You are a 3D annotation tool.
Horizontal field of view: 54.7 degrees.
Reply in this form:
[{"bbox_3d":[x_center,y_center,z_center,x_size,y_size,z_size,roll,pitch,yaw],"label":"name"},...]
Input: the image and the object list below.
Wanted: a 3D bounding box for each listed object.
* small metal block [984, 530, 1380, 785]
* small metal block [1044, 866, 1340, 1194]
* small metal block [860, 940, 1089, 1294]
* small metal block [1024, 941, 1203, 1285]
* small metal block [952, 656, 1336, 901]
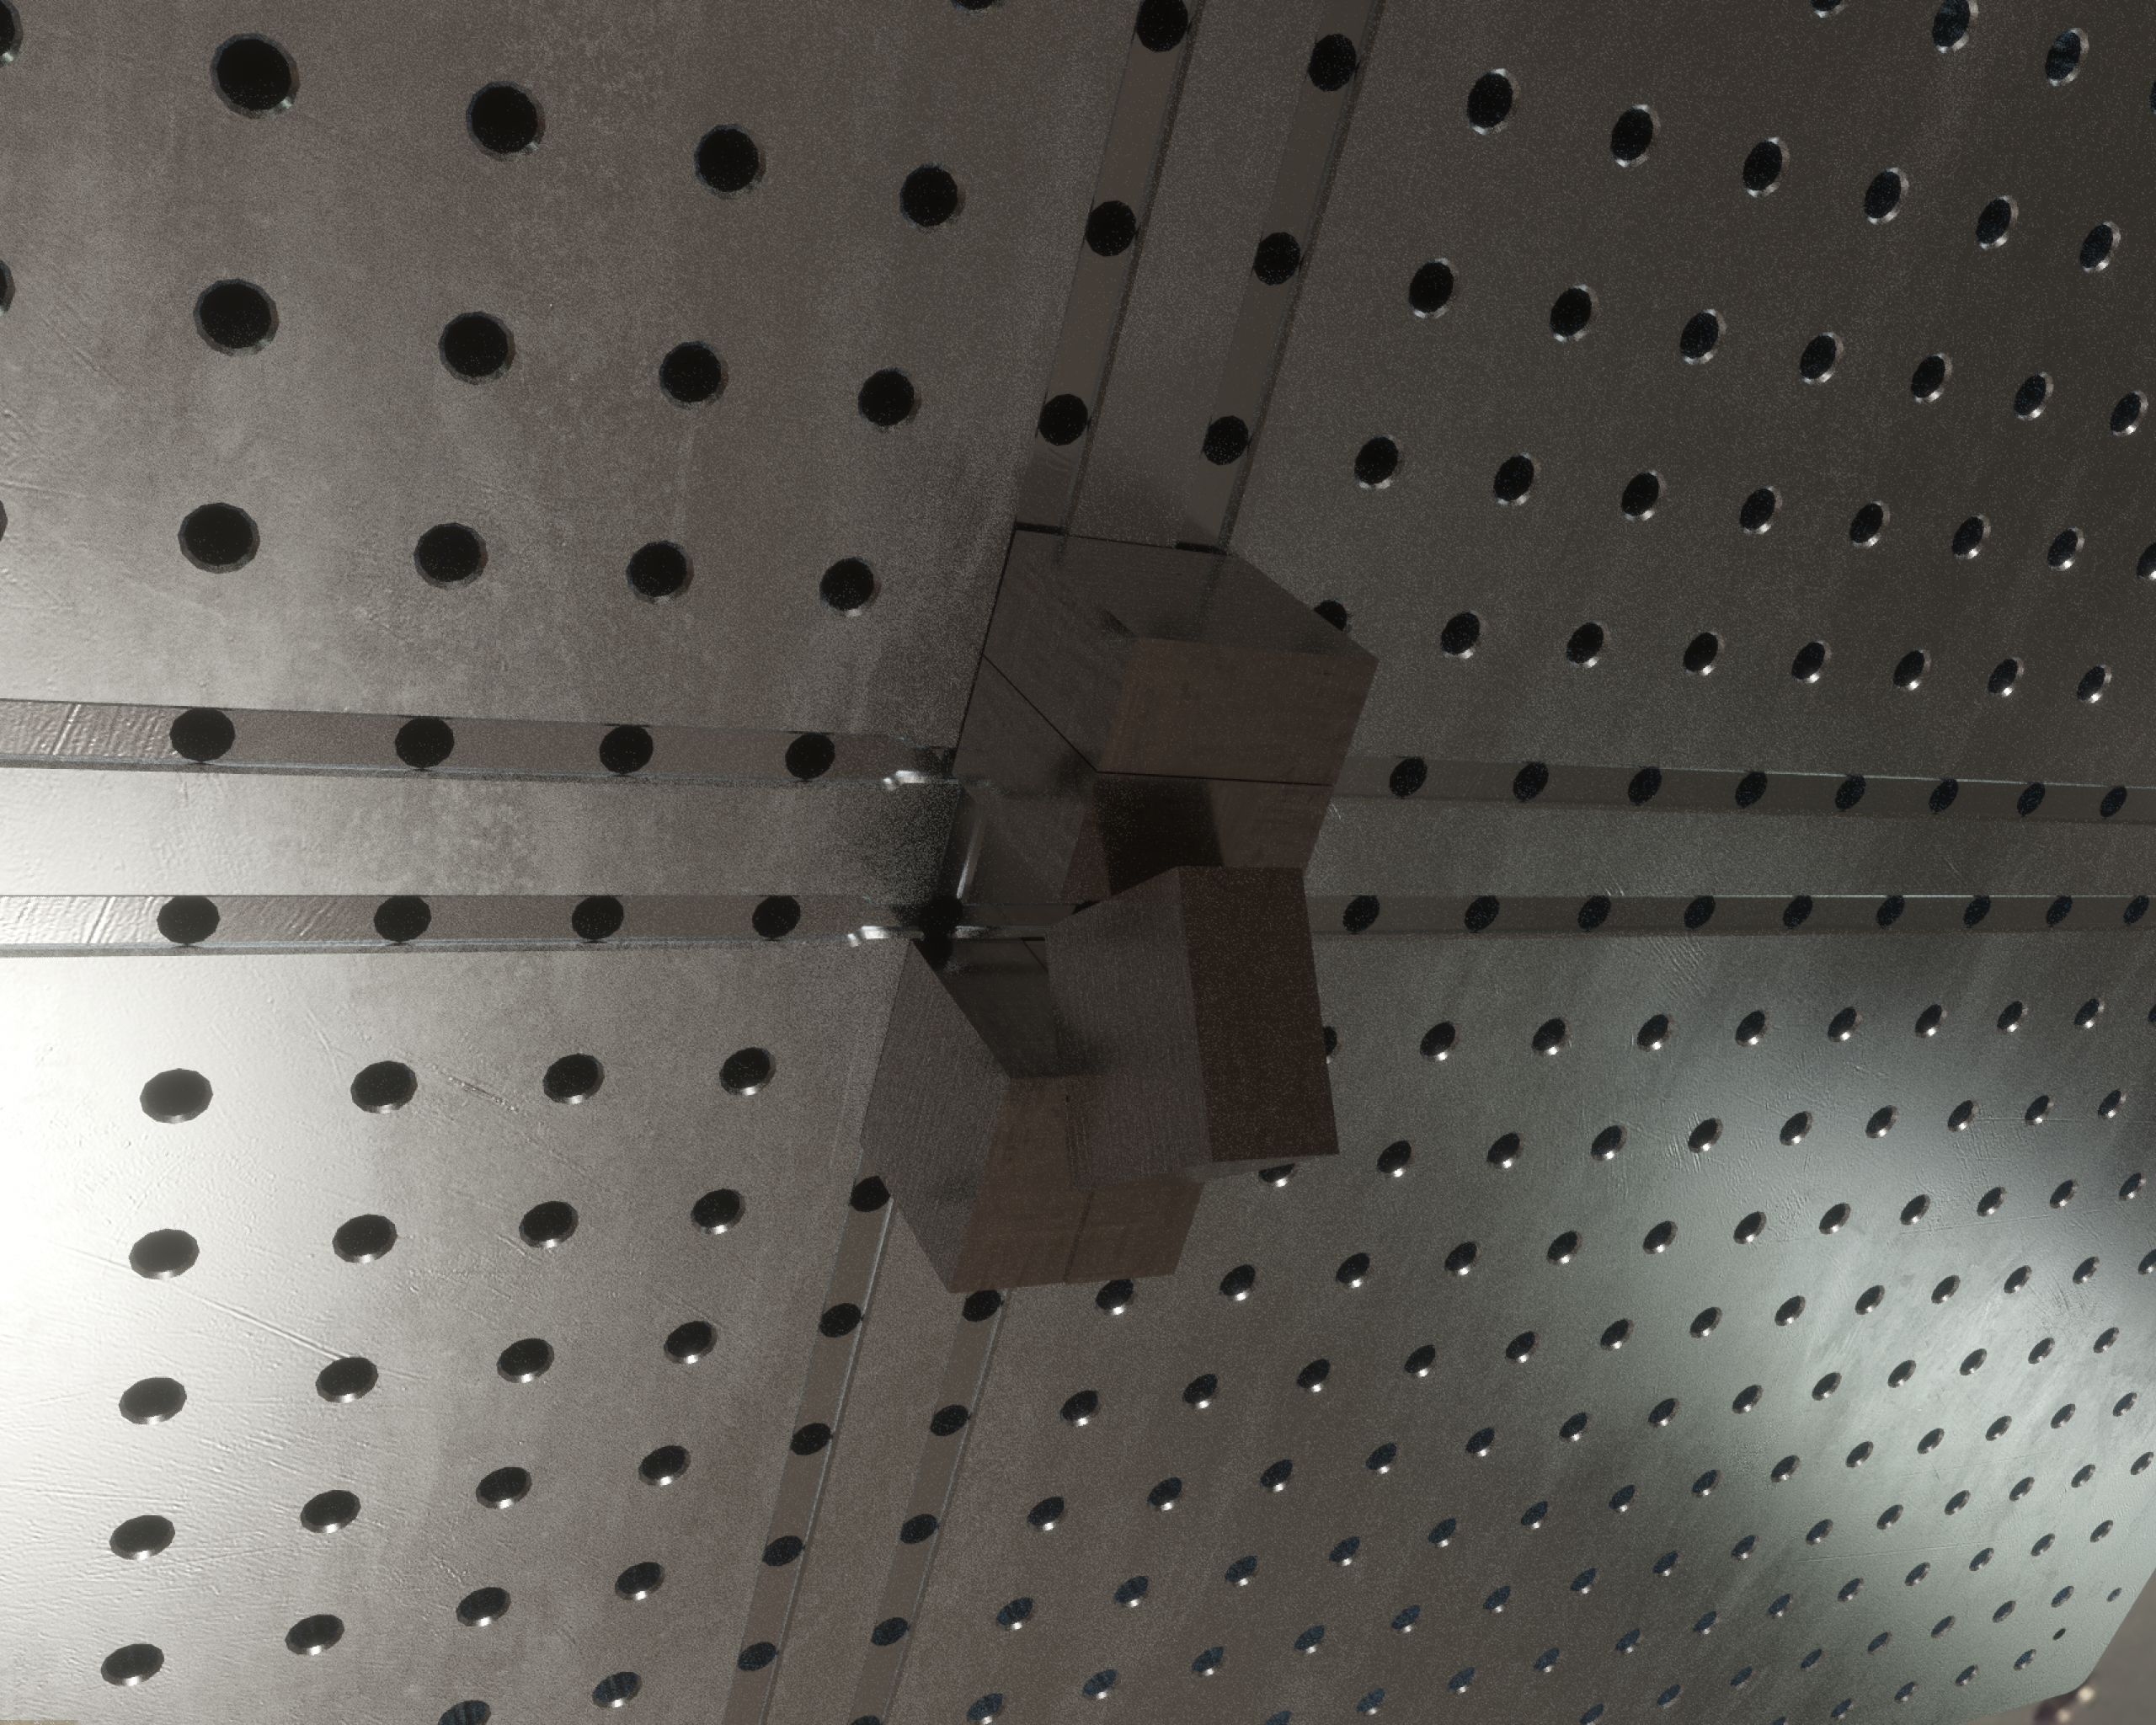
[{"bbox_3d":[0.018,-0.038,0.382,0.050,0.050,0.025,2,118,-30],"label":"small metal block"},{"bbox_3d":[0.019,0.031,0.372,0.025,0.050,0.050,1,76,-28],"label":"small metal block"},{"bbox_3d":[-0.018,0.050,0.417,0.025,0.050,0.050,1,118,-30],"label":"small metal block"},{"bbox_3d":[0.004,0.050,0.429,0.025,0.050,0.050,1,118,-30],"label":"small metal block"},{"bbox_3d":[0.011,-0.016,0.392,0.050,0.050,0.025,2,118,-30],"label":"small metal block"}]
